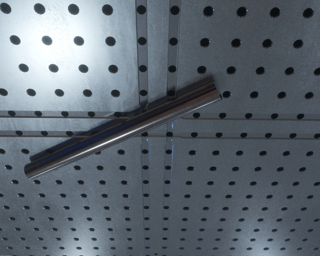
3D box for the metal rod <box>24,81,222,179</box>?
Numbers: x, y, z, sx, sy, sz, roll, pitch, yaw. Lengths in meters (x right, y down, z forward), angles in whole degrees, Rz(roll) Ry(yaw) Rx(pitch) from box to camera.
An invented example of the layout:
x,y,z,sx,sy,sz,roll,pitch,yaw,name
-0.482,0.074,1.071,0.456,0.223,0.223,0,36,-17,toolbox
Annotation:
x,y,z,sx,sy,sz,roll,pitch,yaw,name
-0.062,0.010,0.419,0.300,0.025,0.025,-23,127,18,metal rod
